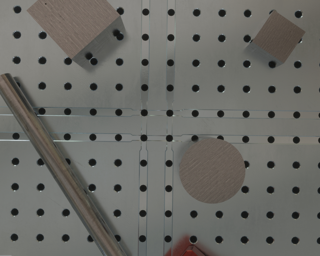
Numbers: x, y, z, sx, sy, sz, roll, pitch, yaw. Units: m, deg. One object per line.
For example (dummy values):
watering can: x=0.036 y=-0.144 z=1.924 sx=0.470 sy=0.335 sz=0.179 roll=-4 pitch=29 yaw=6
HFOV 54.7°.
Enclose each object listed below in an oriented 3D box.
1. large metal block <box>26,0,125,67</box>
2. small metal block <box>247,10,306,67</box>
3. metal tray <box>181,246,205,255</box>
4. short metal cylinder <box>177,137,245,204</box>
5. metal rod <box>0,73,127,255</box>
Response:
large metal block: x=-0.105 y=-0.140 z=0.400 sx=0.080 sy=0.050 sz=0.080 roll=-42 pitch=90 yaw=0
small metal block: x=0.154 y=-0.119 z=0.414 sx=0.050 sy=0.025 sz=0.050 roll=34 pitch=90 yaw=0
metal tray: x=0.060 y=0.230 z=0.394 sx=0.130 sy=0.030 sz=0.090 roll=40 pitch=90 yaw=15
short metal cylinder: x=0.064 y=0.052 z=0.401 sx=0.081 sy=0.050 sz=0.080 roll=0 pitch=90 yaw=0
metal rod: x=-0.130 y=0.060 z=0.412 sx=0.025 sy=0.025 sz=0.299 roll=-32 pitch=90 yaw=0
